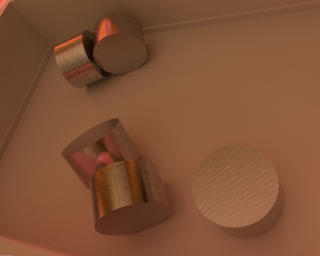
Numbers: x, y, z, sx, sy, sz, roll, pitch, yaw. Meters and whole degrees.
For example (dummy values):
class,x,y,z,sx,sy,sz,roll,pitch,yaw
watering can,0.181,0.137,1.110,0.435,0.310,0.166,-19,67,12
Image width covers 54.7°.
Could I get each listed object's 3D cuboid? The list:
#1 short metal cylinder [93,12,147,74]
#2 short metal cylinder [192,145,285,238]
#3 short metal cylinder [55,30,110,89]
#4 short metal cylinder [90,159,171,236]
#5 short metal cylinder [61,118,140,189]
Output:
class,x,y,z,sx,sy,sz,roll,pitch,yaw
short metal cylinder,-0.063,-0.130,0.482,0.080,0.080,0.050,-20,54,16
short metal cylinder,0.079,0.064,0.309,0.080,0.050,0.080,-13,56,20
short metal cylinder,-0.123,-0.110,0.500,0.050,0.080,0.080,-20,54,16
short metal cylinder,-0.034,0.077,0.339,0.080,0.080,0.050,-26,53,12
short metal cylinder,-0.072,0.030,0.384,0.080,0.050,0.080,-27,18,10
